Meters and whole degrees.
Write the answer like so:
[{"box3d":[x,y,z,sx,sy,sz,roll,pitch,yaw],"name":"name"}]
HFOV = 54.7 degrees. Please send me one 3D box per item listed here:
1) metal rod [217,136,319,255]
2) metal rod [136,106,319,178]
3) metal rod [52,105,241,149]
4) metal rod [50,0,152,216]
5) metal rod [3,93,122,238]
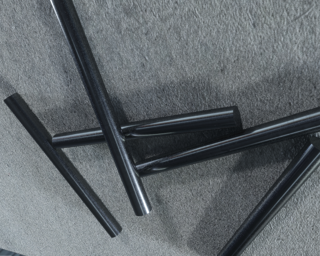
[{"box3d":[0.129,0.128,0.418,0.025,0.025,0.298,28,128,10],"name":"metal rod"},{"box3d":[0.085,0.019,0.373,0.300,0.025,0.025,-20,108,35],"name":"metal rod"},{"box3d":[-0.040,0.004,0.430,0.300,0.025,0.025,-8,115,31],"name":"metal rod"},{"box3d":[-0.072,-0.020,0.405,0.025,0.025,0.298,-12,105,33],"name":"metal rod"},{"box3d":[-0.161,0.070,0.535,0.025,0.025,0.299,-25,105,37],"name":"metal rod"}]
